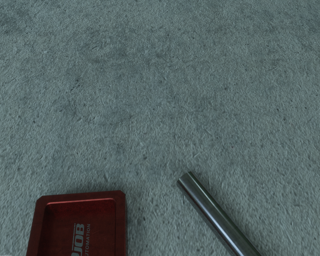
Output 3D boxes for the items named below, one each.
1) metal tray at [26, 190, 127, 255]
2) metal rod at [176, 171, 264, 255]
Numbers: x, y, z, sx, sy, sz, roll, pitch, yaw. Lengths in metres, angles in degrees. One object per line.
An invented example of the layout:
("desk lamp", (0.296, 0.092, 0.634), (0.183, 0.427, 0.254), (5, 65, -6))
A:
("metal tray", (-0.077, 0.126, 0.292), (0.091, 0.030, 0.130), (-3, 50, -3))
("metal rod", (0.111, 0.154, 0.273), (0.025, 0.025, 0.300), (-27, 55, -21))
